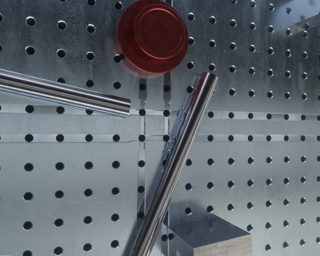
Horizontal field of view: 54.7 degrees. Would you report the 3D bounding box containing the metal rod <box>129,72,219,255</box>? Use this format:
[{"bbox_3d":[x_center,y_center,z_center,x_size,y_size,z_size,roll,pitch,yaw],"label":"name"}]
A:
[{"bbox_3d":[0.015,0.064,0.419,0.025,0.025,0.299,25,82,-19],"label":"metal rod"}]

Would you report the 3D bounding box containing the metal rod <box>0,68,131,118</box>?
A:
[{"bbox_3d":[-0.180,-0.055,0.345,0.302,0.025,0.025,12,86,-20],"label":"metal rod"}]

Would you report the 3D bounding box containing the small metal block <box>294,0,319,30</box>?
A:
[{"bbox_3d":[0.247,-0.191,0.493,0.025,0.050,0.050,18,84,-20],"label":"small metal block"}]

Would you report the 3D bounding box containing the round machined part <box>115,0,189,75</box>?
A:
[{"bbox_3d":[-0.006,-0.120,0.402,0.099,0.042,0.097,0,90,-21],"label":"round machined part"}]

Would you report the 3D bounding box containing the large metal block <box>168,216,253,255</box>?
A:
[{"bbox_3d":[0.064,0.160,0.409,0.081,0.080,0.050,-5,92,-20],"label":"large metal block"}]
